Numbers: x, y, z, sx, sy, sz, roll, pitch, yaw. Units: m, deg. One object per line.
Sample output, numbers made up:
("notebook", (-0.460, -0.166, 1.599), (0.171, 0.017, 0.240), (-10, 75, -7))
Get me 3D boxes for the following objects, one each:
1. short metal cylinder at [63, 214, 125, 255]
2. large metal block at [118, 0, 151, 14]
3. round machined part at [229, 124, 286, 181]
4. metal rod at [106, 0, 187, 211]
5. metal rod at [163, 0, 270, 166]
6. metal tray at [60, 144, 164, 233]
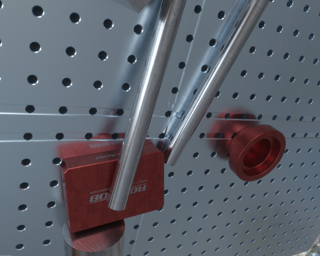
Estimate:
("short metal cylinder", (-0.089, 0.152, 0.422), (0.081, 0.080, 0.050), (-9, 123, -24))
("large metal block", (-0.027, -0.167, 0.278), (0.080, 0.050, 0.080), (-46, 130, 4))
("round machined part", (0.154, 0.036, 0.510), (0.099, 0.042, 0.097), (-14, 125, -21))
("metal rod", (-0.013, -0.041, 0.353), (0.025, 0.025, 0.298), (8, 107, -32))
("metal rod", (0.079, -0.078, 0.407), (0.025, 0.025, 0.298), (17, 110, -35))
("metal tray", (-0.059, 0.077, 0.413), (0.131, 0.030, 0.089), (-9, 111, -24))
